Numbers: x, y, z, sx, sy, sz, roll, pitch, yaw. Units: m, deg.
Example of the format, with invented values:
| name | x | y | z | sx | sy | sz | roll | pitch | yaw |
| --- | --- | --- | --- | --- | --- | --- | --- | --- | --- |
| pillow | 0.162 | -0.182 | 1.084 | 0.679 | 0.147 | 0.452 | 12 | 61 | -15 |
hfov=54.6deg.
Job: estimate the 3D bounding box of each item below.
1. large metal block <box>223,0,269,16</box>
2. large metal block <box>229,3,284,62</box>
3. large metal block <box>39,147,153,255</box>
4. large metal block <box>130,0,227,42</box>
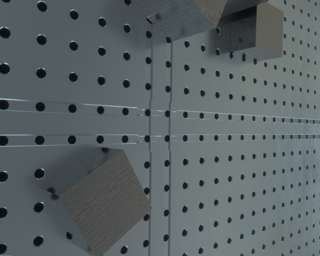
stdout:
| name | x | y | z | sx | sy | sz | roll | pitch | yaw |
| --- | --- | --- | --- | --- | --- | --- | --- | --- | --- |
| large metal block | 0.108 | -0.220 | 0.462 | 0.080 | 0.080 | 0.050 | 19 | 78 | -38 |
| large metal block | 0.166 | -0.164 | 0.530 | 0.081 | 0.050 | 0.080 | 4 | 87 | -40 |
| large metal block | -0.067 | 0.077 | 0.337 | 0.080 | 0.050 | 0.080 | -36 | 113 | -34 |
| large metal block | 0.025 | -0.162 | 0.392 | 0.080 | 0.080 | 0.050 | 35 | 68 | -34 |
